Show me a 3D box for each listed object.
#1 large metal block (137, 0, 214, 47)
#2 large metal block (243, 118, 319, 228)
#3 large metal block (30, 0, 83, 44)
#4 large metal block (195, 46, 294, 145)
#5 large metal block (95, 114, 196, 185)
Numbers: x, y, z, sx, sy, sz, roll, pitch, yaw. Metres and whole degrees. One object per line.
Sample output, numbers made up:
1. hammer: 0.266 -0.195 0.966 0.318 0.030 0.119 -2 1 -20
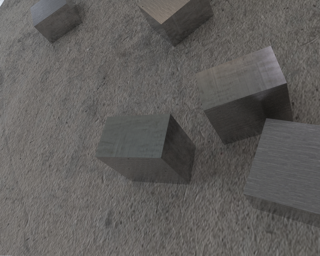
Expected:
1. large metal block: 0.024 -0.188 0.490 0.080 0.050 0.080 -40 51 1
2. large metal block: 0.134 0.043 0.291 0.080 0.050 0.080 11 67 32
3. large metal block: -0.217 -0.237 0.647 0.080 0.050 0.080 -32 52 7
4. large metal block: 0.094 -0.031 0.338 0.080 0.080 0.050 -18 55 17
5. large metal block: -0.013 0.027 0.359 0.080 0.080 0.050 -2 61 27
